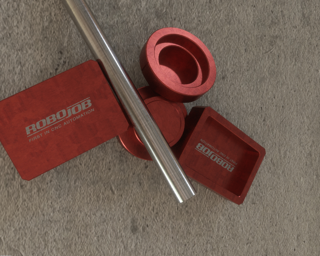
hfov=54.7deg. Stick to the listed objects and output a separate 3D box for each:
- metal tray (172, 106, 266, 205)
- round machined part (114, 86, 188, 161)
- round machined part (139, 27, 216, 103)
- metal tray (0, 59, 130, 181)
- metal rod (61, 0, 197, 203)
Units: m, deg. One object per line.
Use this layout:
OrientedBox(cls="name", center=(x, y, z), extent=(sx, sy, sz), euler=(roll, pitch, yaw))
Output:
OrientedBox(cls="metal tray", center=(0.080, 0.039, 0.426), extent=(0.130, 0.030, 0.090), euler=(33, 79, -28))
OrientedBox(cls="round machined part", center=(-0.007, -0.006, 0.399), extent=(0.099, 0.042, 0.097), euler=(0, 90, -20))
OrientedBox(cls="round machined part", center=(0.019, -0.076, 0.397), extent=(0.099, 0.042, 0.098), euler=(11, 64, -23))
OrientedBox(cls="metal tray", center=(-0.113, -0.010, 0.355), extent=(0.131, 0.030, 0.090), euler=(-28, 97, -9))
OrientedBox(cls="metal rod", center=(-0.044, -0.051, 0.358), extent=(0.025, 0.025, 0.299), euler=(-29, 87, -18))
